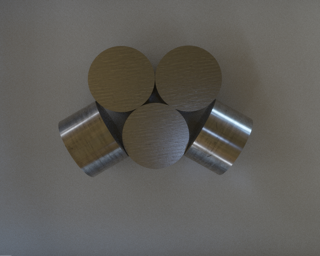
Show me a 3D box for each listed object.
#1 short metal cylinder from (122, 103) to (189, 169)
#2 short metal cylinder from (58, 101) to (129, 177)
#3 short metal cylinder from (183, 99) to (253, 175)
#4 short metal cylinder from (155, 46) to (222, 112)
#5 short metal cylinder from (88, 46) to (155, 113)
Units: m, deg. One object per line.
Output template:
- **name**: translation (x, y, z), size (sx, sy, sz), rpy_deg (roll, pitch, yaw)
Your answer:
- **short metal cylinder**: translation (-0.005, 0.009, 0.397), size (0.081, 0.050, 0.080), rpy_deg (0, 90, 0)
- **short metal cylinder**: translation (-0.079, 0.013, 0.382), size (0.050, 0.080, 0.080), rpy_deg (-30, 90, 0)
- **short metal cylinder**: translation (0.070, 0.011, 0.382), size (0.050, 0.080, 0.080), rpy_deg (30, 90, 0)
- **short metal cylinder**: translation (0.034, -0.060, 0.397), size (0.081, 0.050, 0.080), rpy_deg (0, 90, 0)
- **short metal cylinder**: translation (-0.046, -0.059, 0.397), size (0.081, 0.050, 0.080), rpy_deg (0, 90, 0)
